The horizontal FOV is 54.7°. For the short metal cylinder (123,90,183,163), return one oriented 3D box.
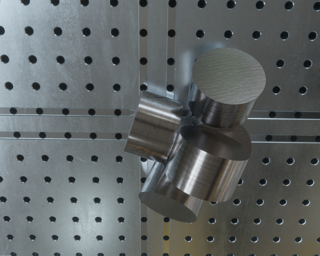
[{"bbox_3d":[-0.009,-0.002,0.383,0.050,0.080,0.079,18,109,-7],"label":"short metal cylinder"}]

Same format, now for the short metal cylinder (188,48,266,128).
[{"bbox_3d":[0.075,-0.046,0.360,0.081,0.080,0.050,2,150,-1],"label":"short metal cylinder"}]

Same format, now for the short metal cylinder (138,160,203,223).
[{"bbox_3d":[0.019,0.083,0.408,0.080,0.050,0.080,19,149,12],"label":"short metal cylinder"}]

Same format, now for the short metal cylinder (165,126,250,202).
[{"bbox_3d":[0.052,0.037,0.344,0.080,0.080,0.050,16,109,-6],"label":"short metal cylinder"}]

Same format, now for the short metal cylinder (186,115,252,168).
[{"bbox_3d":[0.073,0.018,0.406,0.081,0.050,0.079,0,109,0],"label":"short metal cylinder"}]
